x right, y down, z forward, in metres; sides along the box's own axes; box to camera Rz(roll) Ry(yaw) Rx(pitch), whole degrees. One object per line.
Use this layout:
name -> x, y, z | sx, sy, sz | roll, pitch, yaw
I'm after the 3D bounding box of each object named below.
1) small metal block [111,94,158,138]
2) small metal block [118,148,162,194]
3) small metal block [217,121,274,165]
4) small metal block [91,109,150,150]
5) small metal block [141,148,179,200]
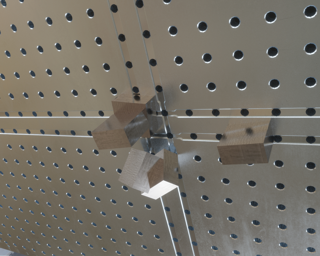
small metal block -> -0.033, -0.017, 0.417 | 0.050, 0.025, 0.050 | 7, 122, 24
small metal block -> -0.029, 0.058, 0.430 | 0.025, 0.050, 0.050 | 26, 170, -27
small metal block -> 0.099, 0.017, 0.353 | 0.050, 0.050, 0.025 | -6, 115, 31
small metal block -> -0.048, 0.002, 0.388 | 0.050, 0.050, 0.025 | -7, 115, 31
small metal block -> 0.000, 0.064, 0.430 | 0.025, 0.050, 0.050 | 26, 134, -27
